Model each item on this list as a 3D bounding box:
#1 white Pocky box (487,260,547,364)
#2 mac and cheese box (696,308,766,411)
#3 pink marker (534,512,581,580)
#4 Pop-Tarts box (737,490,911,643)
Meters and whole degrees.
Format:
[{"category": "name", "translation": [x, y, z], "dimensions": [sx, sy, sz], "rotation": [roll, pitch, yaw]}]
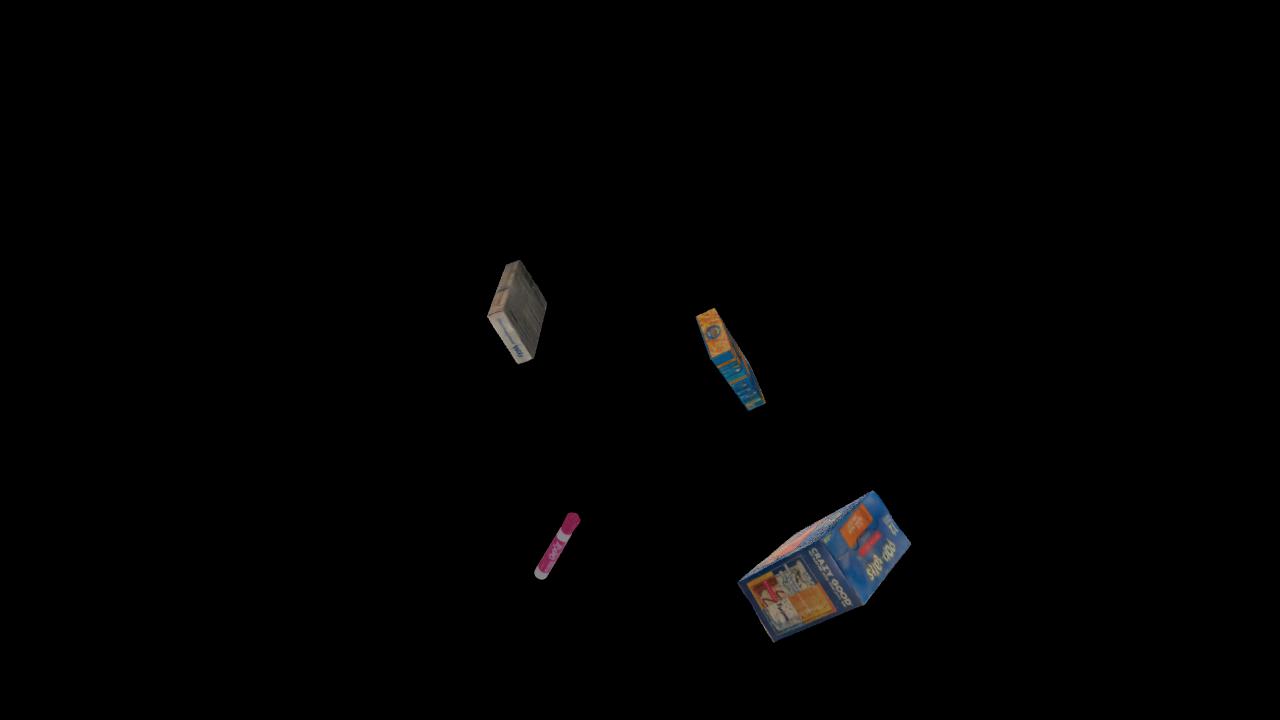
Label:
[{"category": "white Pocky box", "translation": [-0.167, -0.070, 0.854], "dimensions": [0.028, 0.084, 0.154], "rotation": [-20, 32, 12]}, {"category": "mac and cheese box", "translation": [0.153, 0.003, 1.023], "dimensions": [0.041, 0.093, 0.184], "rotation": [-25, -39, 14]}, {"category": "pink marker", "translation": [-0.106, 0.238, 0.787], "dimensions": [0.020, 0.121, 0.020], "rotation": [22, 30, -13]}, {"category": "Pop-Tarts box", "translation": [0.228, 0.250, 0.757], "dimensions": [0.167, 0.083, 0.141], "rotation": [-16, -23, -49]}]
